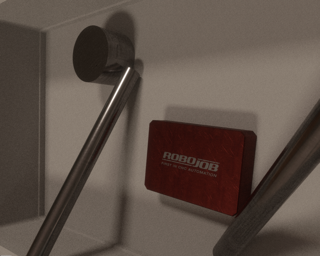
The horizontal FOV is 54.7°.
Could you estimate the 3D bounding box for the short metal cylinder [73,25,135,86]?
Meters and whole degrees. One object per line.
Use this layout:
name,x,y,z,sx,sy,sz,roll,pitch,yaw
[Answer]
short metal cylinder,-0.084,-0.105,0.457,0.080,0.050,0.079,0,90,39

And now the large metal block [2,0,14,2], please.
large metal block,-0.362,-0.331,0.687,0.080,0.050,0.079,24,105,37

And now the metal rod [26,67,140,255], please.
metal rod,-0.102,0.053,0.410,0.025,0.025,0.299,16,75,38

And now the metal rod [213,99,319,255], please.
metal rod,0.099,0.039,0.246,0.025,0.025,0.298,47,143,29

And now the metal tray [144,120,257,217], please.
metal tray,0.042,0.041,0.367,0.130,0.030,0.089,8,95,39
